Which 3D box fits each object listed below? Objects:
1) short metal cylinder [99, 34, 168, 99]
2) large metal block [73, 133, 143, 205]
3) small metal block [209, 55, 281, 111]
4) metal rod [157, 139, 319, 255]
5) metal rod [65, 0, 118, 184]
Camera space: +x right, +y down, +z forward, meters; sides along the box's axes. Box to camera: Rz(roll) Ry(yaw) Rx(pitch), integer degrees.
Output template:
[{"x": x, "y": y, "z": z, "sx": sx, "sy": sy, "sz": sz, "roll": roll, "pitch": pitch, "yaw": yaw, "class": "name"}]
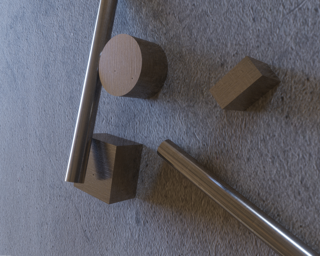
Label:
[{"x": -0.037, "y": -0.081, "z": 0.417, "sx": 0.080, "sy": 0.050, "sz": 0.079, "roll": 0, "pitch": 90, "yaw": 39, "class": "short metal cylinder"}, {"x": -0.076, "y": 0.055, "z": 0.449, "sx": 0.080, "sy": 0.050, "sz": 0.079, "roll": 14, "pitch": 99, "yaw": 39, "class": "large metal block"}, {"x": 0.087, "y": -0.043, "z": 0.316, "sx": 0.050, "sy": 0.050, "sz": 0.025, "roll": -43, "pitch": 64, "yaw": 31, "class": "small metal block"}, {"x": 0.106, "y": 0.101, "z": 0.316, "sx": 0.300, "sy": 0.025, "sz": 0.025, "roll": 37, "pitch": 113, "yaw": 33, "class": "metal rod"}, {"x": -0.092, "y": -0.073, "z": 0.438, "sx": 0.025, "sy": 0.025, "sz": 0.299, "roll": 1, "pitch": 78, "yaw": 39, "class": "metal rod"}]
